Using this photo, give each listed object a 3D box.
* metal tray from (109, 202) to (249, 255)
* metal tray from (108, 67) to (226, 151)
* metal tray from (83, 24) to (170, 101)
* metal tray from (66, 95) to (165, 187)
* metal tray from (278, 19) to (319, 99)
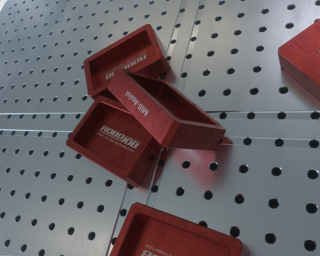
[{"bbox_3d":[0.012,0.138,0.314,0.130,0.030,0.090,11,67,32],"label":"metal tray"},{"bbox_3d":[0.006,-0.024,0.376,0.130,0.091,0.030,45,116,39],"label":"metal tray"},{"bbox_3d":[-0.057,-0.102,0.498,0.130,0.030,0.090,-26,52,11],"label":"metal tray"},{"bbox_3d":[-0.060,0.013,0.429,0.130,0.030,0.090,22,74,36],"label":"metal tray"},{"bbox_3d":[0.215,-0.094,0.350,0.130,0.030,0.090,-35,51,5],"label":"metal tray"}]
